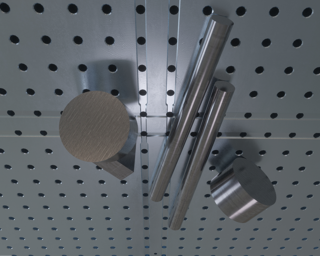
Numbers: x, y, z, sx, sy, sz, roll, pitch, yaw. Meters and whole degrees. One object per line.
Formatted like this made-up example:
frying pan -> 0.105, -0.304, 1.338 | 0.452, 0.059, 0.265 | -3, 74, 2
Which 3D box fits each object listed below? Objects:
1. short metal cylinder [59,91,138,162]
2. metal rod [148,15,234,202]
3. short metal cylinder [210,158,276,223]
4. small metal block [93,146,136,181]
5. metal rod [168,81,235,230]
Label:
short metal cylinder -> -0.070, 0.001, 0.367 | 0.080, 0.080, 0.050 | -7, 172, 5
metal rod -> 0.028, 0.000, 0.411 | 0.025, 0.025, 0.298 | 10, 130, -9
short metal cylinder -> 0.121, 0.090, 0.454 | 0.080, 0.080, 0.050 | 26, 125, -21
small metal block -> -0.061, 0.035, 0.425 | 0.025, 0.050, 0.050 | -36, 122, 26
metal rod -> 0.052, 0.062, 0.464 | 0.025, 0.025, 0.298 | 7, 130, -7
